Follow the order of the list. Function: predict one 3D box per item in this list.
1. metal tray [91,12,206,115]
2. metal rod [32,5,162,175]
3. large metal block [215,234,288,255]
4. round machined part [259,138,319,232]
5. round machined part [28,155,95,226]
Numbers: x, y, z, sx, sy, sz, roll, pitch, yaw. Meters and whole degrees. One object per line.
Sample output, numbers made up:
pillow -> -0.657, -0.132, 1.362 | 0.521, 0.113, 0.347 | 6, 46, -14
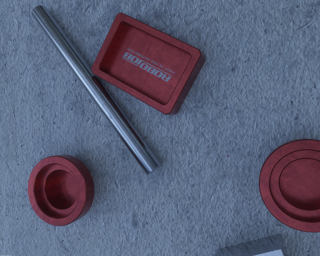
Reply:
metal tray -> -0.017, -0.085, 0.412 | 0.130, 0.030, 0.090 | 30, 100, 17
metal rod -> -0.096, -0.061, 0.442 | 0.025, 0.025, 0.299 | -41, 78, 15
large metal block -> 0.114, 0.178, 0.356 | 0.080, 0.050, 0.080 | -22, 83, 18
round machined part -> 0.162, 0.060, 0.343 | 0.098, 0.042, 0.097 | 0, 90, 20
round machined part -> -0.137, 0.087, 0.448 | 0.098, 0.042, 0.097 | 0, 90, 20
